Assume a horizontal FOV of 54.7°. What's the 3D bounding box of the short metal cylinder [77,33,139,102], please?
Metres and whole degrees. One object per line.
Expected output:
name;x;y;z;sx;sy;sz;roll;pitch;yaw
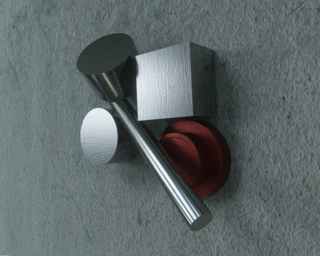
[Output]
short metal cylinder;-0.063;-0.082;0.418;0.080;0.050;0.080;-11;50;14

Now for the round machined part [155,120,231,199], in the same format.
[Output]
round machined part;0.030;0.038;0.369;0.098;0.042;0.097;0;90;40

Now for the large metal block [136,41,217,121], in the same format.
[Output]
large metal block;0.019;-0.051;0.372;0.080;0.050;0.080;-4;88;40

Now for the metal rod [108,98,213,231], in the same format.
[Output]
metal rod;-0.030;0.000;0.387;0.025;0.025;0.300;-60;43;23

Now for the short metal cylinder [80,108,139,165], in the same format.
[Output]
short metal cylinder;-0.070;0.012;0.449;0.080;0.050;0.080;0;90;40
